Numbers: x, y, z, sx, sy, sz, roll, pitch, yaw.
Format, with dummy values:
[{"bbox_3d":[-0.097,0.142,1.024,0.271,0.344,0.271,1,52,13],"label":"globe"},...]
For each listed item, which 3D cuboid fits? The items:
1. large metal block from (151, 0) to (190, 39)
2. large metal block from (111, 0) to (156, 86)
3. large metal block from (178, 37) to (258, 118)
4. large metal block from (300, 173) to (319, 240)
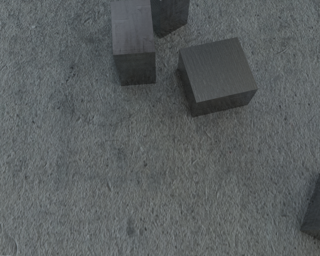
[{"bbox_3d":[-0.002,-0.193,0.449,0.050,0.080,0.080,-33,74,-11],"label":"large metal block"},{"bbox_3d":[-0.034,-0.113,0.420,0.050,0.080,0.080,-5,70,-2],"label":"large metal block"},{"bbox_3d":[0.074,-0.068,0.420,0.081,0.050,0.080,-13,71,-5],"label":"large metal block"},{"bbox_3d":[0.224,0.100,0.359,0.080,0.050,0.080,26,72,9],"label":"large metal block"}]
